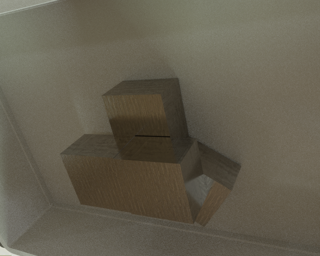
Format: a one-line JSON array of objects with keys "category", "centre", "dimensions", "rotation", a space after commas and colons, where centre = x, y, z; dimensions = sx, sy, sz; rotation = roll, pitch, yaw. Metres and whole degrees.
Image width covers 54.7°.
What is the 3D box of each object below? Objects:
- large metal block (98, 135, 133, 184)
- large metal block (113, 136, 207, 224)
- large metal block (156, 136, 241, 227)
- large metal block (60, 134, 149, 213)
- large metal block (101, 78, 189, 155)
[{"category": "large metal block", "centre": [-0.048, 0.064, 0.455], "dimensions": [0.080, 0.050, 0.080], "rotation": [-29, 103, 37]}, {"category": "large metal block", "centre": [0.003, 0.058, 0.358], "dimensions": [0.080, 0.050, 0.080], "rotation": [1, 119, 28]}, {"category": "large metal block", "centre": [0.047, 0.070, 0.407], "dimensions": [0.080, 0.050, 0.079], "rotation": [30, 128, 9]}, {"category": "large metal block", "centre": [-0.068, 0.055, 0.396], "dimensions": [0.080, 0.050, 0.080], "rotation": [1, 119, 28]}, {"category": "large metal block", "centre": [-0.016, -0.015, 0.390], "dimensions": [0.080, 0.050, 0.080], "rotation": [2, 119, 27]}]
